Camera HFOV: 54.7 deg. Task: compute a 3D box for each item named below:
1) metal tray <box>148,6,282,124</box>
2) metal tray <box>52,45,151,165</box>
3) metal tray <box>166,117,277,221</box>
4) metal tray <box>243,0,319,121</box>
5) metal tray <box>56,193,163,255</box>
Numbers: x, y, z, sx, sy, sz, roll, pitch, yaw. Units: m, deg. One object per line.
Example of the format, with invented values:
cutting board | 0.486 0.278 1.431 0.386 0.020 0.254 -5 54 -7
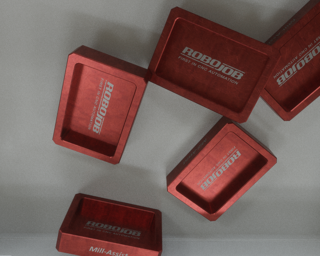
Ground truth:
metal tray | 0.059 -0.073 0.362 0.130 0.030 0.089 26 109 9
metal tray | -0.074 -0.024 0.380 0.090 0.030 0.129 20 121 -3
metal tray | 0.082 0.059 0.431 0.090 0.030 0.130 37 105 -13
metal tray | 0.174 -0.083 0.380 0.090 0.030 0.130 43 104 -15
metal tray | -0.064 0.139 0.426 0.131 0.090 0.030 14 110 -6
